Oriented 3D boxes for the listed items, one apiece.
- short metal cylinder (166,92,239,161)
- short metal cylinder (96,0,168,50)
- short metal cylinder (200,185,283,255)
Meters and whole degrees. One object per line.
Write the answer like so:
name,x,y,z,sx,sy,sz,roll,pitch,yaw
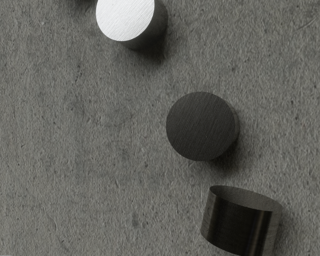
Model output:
short metal cylinder,0.053,-0.002,0.377,0.080,0.050,0.080,0,90,20
short metal cylinder,-0.036,-0.148,0.408,0.080,0.050,0.080,0,90,20
short metal cylinder,0.090,0.101,0.348,0.080,0.080,0.050,13,95,19
